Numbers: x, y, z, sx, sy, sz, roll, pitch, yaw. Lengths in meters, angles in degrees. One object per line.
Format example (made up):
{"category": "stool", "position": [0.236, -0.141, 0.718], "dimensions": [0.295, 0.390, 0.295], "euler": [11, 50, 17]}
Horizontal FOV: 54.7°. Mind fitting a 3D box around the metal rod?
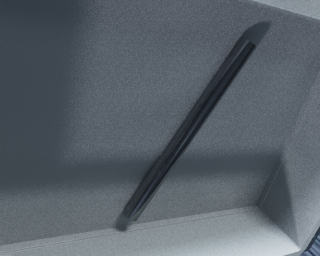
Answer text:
{"category": "metal rod", "position": [0.035, 0.010, 0.435], "dimensions": [0.025, 0.025, 0.299], "euler": [24, 105, -37]}
